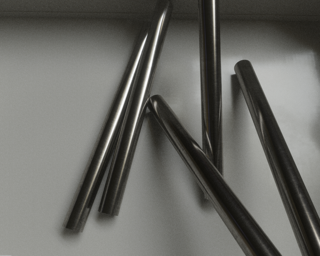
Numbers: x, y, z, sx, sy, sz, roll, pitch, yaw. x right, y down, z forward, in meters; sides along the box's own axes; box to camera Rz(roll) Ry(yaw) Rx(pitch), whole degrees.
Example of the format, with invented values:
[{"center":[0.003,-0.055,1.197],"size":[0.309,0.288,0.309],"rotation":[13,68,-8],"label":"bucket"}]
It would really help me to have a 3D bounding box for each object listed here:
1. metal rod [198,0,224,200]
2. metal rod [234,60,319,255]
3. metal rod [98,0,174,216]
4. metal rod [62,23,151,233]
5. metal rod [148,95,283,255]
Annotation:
[{"center":[0.061,-0.064,0.372],"size":[0.025,0.025,0.298],"rotation":[-2,93,-1],"label":"metal rod"},{"center":[0.126,0.020,0.340],"size":[0.025,0.025,0.300],"rotation":[-3,46,-1],"label":"metal rod"},{"center":[-0.028,-0.038,0.410],"size":[0.025,0.025,0.299],"rotation":[13,75,4],"label":"metal rod"},{"center":[-0.059,-0.015,0.414],"size":[0.025,0.025,0.299],"rotation":[16,71,6],"label":"metal rod"},{"center":[0.052,0.054,0.319],"size":[0.025,0.025,0.300],"rotation":[-25,45,-9],"label":"metal rod"}]
